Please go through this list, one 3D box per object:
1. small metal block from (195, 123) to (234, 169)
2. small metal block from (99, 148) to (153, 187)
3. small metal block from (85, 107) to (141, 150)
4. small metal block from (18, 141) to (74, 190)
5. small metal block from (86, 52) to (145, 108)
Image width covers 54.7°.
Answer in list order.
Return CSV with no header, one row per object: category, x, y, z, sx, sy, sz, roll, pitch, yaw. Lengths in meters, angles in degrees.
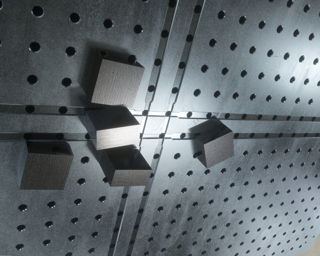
small metal block,0.085,0.028,0.477,0.050,0.025,0.050,-24,127,-14
small metal block,-0.045,0.050,0.403,0.050,0.050,0.025,5,116,-31
small metal block,-0.056,-0.002,0.364,0.050,0.050,0.025,-9,122,-24
small metal block,-0.136,0.045,0.366,0.050,0.025,0.050,8,114,-32
small metal block,-0.051,-0.053,0.351,0.050,0.025,0.050,6,115,-32
